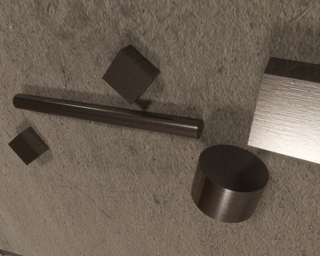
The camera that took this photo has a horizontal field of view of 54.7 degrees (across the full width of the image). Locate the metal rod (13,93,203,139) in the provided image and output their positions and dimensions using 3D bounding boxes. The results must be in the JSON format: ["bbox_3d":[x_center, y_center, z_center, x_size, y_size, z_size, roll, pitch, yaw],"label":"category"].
[{"bbox_3d":[-0.088,-0.021,0.438,0.301,0.025,0.025,9,122,22],"label":"metal rod"}]

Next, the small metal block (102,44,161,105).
[{"bbox_3d":[-0.036,-0.066,0.384,0.050,0.025,0.050,43,129,-2],"label":"small metal block"}]

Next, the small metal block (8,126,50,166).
[{"bbox_3d":[-0.231,0.032,0.546,0.050,0.025,0.050,-30,102,37],"label":"small metal block"}]

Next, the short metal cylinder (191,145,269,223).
[{"bbox_3d":[0.081,0.064,0.367,0.080,0.080,0.050,20,126,16],"label":"short metal cylinder"}]

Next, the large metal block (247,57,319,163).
[{"bbox_3d":[0.139,-0.018,0.306,0.080,0.050,0.079,15,125,19],"label":"large metal block"}]
